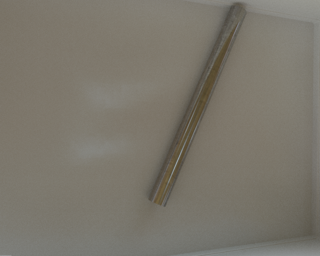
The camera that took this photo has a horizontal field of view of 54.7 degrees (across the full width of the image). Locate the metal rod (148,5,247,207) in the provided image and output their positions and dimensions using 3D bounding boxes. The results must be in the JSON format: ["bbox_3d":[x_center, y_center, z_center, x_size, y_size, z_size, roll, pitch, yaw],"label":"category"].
[{"bbox_3d":[0.055,-0.036,0.432,0.025,0.025,0.299,27,81,-19],"label":"metal rod"}]
